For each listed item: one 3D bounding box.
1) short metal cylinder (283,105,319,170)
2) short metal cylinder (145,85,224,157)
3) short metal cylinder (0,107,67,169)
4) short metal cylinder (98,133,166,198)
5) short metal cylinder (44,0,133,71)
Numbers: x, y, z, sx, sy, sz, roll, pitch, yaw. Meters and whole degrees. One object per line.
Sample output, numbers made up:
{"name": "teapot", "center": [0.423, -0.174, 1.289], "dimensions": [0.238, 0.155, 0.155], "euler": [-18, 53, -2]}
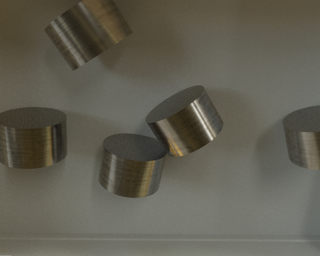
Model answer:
{"name": "short metal cylinder", "center": [0.200, 0.010, 0.387], "dimensions": [0.080, 0.080, 0.050], "euler": [-15, 110, 5]}
{"name": "short metal cylinder", "center": [0.030, -0.009, 0.379], "dimensions": [0.080, 0.080, 0.050], "euler": [-29, 108, 10]}
{"name": "short metal cylinder", "center": [-0.158, 0.010, 0.384], "dimensions": [0.081, 0.080, 0.050], "euler": [4, 110, -2]}
{"name": "short metal cylinder", "center": [-0.036, 0.046, 0.398], "dimensions": [0.081, 0.080, 0.050], "euler": [10, 110, -4]}
{"name": "short metal cylinder", "center": [-0.077, -0.106, 0.342], "dimensions": [0.080, 0.080, 0.050], "euler": [-30, 108, 10]}
